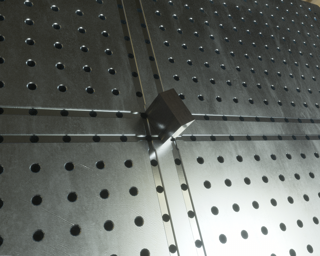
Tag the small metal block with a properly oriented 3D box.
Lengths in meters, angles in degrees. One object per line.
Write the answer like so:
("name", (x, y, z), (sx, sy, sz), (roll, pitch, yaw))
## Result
("small metal block", (0.011, -0.015, 0.407), (0.025, 0.050, 0.050), (-25, 76, -37))
